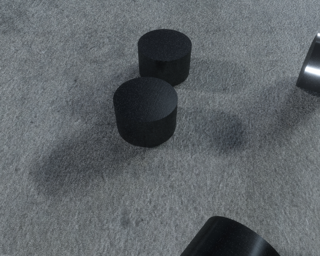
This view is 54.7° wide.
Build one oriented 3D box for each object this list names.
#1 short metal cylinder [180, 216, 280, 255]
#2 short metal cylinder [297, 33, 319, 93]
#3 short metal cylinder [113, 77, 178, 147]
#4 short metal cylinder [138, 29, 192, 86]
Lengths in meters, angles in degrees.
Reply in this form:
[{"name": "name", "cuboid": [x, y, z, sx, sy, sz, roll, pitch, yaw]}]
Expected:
[{"name": "short metal cylinder", "cuboid": [0.059, 0.123, 0.265, 0.080, 0.080, 0.050, 33, 57, 24]}, {"name": "short metal cylinder", "cuboid": [0.238, -0.091, 0.447, 0.050, 0.080, 0.080, 20, 53, 16]}, {"name": "short metal cylinder", "cuboid": [-0.018, -0.022, 0.405, 0.081, 0.050, 0.080, 0, 50, 0]}, {"name": "short metal cylinder", "cuboid": [0.007, -0.109, 0.479, 0.081, 0.050, 0.080, 0, 50, 0]}]
